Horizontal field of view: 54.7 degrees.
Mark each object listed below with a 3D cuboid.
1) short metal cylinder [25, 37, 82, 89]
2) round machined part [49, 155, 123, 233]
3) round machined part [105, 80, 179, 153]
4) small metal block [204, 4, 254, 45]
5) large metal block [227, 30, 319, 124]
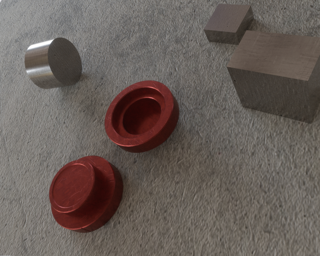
[{"bbox_3d":[-0.179,-0.109,0.527,0.050,0.080,0.080,-5,60,25],"label":"short metal cylinder"},{"bbox_3d":[-0.100,0.079,0.395,0.098,0.042,0.098,-13,56,20],"label":"round machined part"},{"bbox_3d":[-0.020,-0.011,0.409,0.098,0.042,0.098,-13,56,20],"label":"round machined part"},{"bbox_3d":[0.099,-0.149,0.443,0.050,0.025,0.050,19,71,35],"label":"small metal block"},{"bbox_3d":[0.129,-0.055,0.334,0.080,0.080,0.050,19,72,35],"label":"large metal block"}]
